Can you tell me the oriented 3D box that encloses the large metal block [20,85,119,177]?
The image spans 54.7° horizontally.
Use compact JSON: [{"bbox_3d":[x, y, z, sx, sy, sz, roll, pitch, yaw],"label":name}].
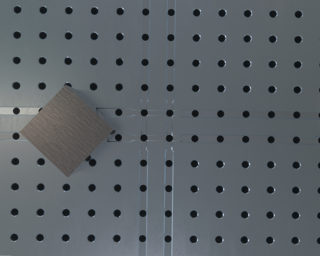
[{"bbox_3d":[-0.113,0.004,0.400,0.080,0.050,0.080,44,90,0],"label":"large metal block"}]
